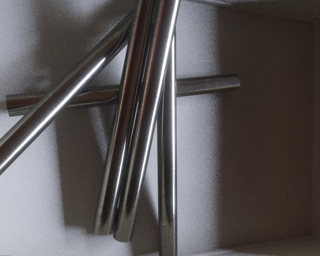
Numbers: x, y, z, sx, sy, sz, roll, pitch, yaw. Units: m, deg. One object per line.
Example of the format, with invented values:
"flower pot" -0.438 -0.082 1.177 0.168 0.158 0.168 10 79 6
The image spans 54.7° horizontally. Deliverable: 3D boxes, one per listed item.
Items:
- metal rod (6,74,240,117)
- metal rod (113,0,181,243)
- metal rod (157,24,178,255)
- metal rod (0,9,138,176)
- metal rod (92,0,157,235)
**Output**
"metal rod" -0.030 -0.046 0.400 0.303 0.025 0.025 -9 93 -20
"metal rod" -0.018 -0.005 0.370 0.025 0.025 0.298 8 100 -20
"metal rod" 0.009 0.023 0.396 0.025 0.025 0.298 -4 98 -20
"metal rod" -0.087 -0.064 0.356 0.025 0.025 0.301 44 68 -15
"metal rod" -0.042 -0.018 0.372 0.025 0.025 0.298 10 96 -20
